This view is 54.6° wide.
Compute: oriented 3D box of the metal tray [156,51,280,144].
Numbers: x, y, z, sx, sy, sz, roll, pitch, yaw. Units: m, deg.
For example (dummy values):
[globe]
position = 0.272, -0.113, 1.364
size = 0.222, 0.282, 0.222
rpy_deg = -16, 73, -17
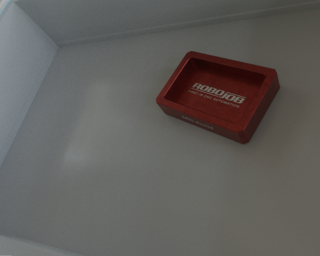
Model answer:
[metal tray]
position = 0.070, -0.044, 0.393
size = 0.130, 0.030, 0.090
rpy_deg = 24, 74, 36
